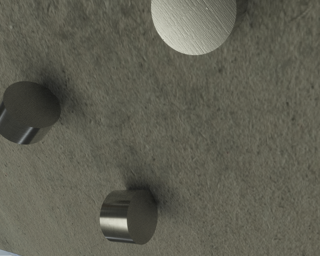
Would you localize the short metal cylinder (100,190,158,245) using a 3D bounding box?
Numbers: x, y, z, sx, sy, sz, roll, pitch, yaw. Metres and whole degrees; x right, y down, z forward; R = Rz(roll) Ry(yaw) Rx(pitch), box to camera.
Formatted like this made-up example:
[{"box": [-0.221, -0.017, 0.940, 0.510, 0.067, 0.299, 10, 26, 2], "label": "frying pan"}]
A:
[{"box": [-0.046, 0.136, 0.478, 0.050, 0.080, 0.080, -8, 115, 31], "label": "short metal cylinder"}]

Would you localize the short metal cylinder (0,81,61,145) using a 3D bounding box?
[{"box": [-0.196, -0.022, 0.458, 0.080, 0.080, 0.050, 47, 129, -5], "label": "short metal cylinder"}]

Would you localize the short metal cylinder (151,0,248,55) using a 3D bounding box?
[{"box": [0.039, -0.116, 0.297, 0.080, 0.050, 0.079, 13, 124, 20], "label": "short metal cylinder"}]
